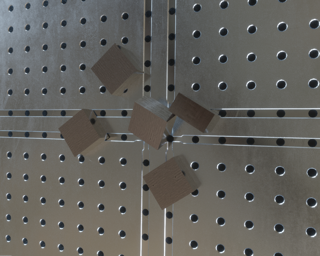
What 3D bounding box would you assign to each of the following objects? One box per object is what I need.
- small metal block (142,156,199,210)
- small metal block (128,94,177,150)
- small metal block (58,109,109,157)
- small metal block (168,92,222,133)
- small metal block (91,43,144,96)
[{"bbox_3d":[0.014,0.071,0.408,0.050,0.025,0.050,-35,79,16],"label":"small metal block"},{"bbox_3d":[-0.010,-0.007,0.405,0.050,0.025,0.050,33,132,17],"label":"small metal block"},{"bbox_3d":[-0.111,0.007,0.453,0.050,0.025,0.050,-36,79,16],"label":"small metal block"},{"bbox_3d":[0.044,-0.018,0.384,0.050,0.050,0.025,34,101,17],"label":"small metal block"},{"bbox_3d":[-0.060,-0.081,0.434,0.050,0.025,0.050,-42,77,15],"label":"small metal block"}]
